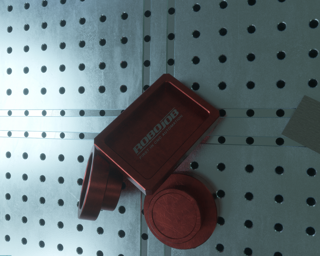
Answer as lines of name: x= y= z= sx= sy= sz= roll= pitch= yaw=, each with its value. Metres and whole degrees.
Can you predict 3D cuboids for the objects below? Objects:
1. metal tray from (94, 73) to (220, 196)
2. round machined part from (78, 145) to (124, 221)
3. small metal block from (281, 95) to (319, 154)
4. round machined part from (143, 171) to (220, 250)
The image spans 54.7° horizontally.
metal tray: x=-0.002 y=0.004 z=0.377 sx=0.090 sy=0.030 sz=0.130 roll=40 pitch=72 yaw=15
round machined part: x=-0.077 y=0.073 z=0.411 sx=0.042 sy=0.098 sz=0.097 roll=13 pitch=95 yaw=-16
small metal block: x=0.174 y=-0.003 z=0.351 sx=0.050 sy=0.025 sz=0.050 roll=30 pitch=100 yaw=17
round machined part: x=0.024 y=0.106 z=0.395 sx=0.098 sy=0.042 sz=0.097 roll=0 pitch=90 yaw=20
